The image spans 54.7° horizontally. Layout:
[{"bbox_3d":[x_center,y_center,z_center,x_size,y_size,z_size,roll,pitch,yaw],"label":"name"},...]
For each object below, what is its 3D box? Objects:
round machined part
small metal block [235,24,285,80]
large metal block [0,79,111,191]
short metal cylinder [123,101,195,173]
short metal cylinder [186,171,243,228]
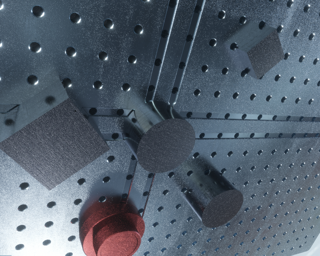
[{"bbox_3d":[-0.067,0.166,0.467,0.099,0.042,0.097,-14,125,-21],"label":"round machined part"},{"bbox_3d":[0.138,-0.104,0.425,0.050,0.025,0.050,-40,130,-2],"label":"small metal block"},{"bbox_3d":[-0.115,0.008,0.338,0.080,0.050,0.080,-35,129,-6],"label":"large metal block"},{"bbox_3d":[-0.001,0.012,0.403,0.081,0.050,0.079,-14,124,-21],"label":"short metal cylinder"},{"bbox_3d":[0.092,0.120,0.522,0.081,0.050,0.079,-14,125,-21],"label":"short metal cylinder"}]
